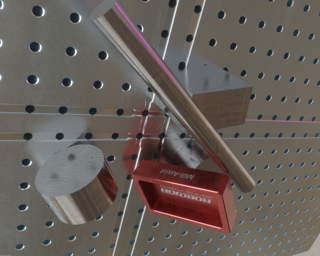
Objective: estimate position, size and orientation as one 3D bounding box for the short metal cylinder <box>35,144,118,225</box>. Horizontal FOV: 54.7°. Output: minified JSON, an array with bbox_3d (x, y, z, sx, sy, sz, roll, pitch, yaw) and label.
[{"bbox_3d":[-0.096,0.064,0.364,0.080,0.080,0.050,-26,128,-13],"label":"short metal cylinder"}]

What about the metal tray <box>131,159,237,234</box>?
[{"bbox_3d":[0.033,0.093,0.426,0.030,0.130,0.090,-57,142,-39],"label":"metal tray"}]

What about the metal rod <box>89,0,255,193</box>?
[{"bbox_3d":[0.038,-0.006,0.325,0.025,0.025,0.300,-43,130,1],"label":"metal rod"}]

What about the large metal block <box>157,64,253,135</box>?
[{"bbox_3d":[0.052,-0.039,0.382,0.081,0.080,0.050,-10,123,-24],"label":"large metal block"}]

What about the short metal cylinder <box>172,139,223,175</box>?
[{"bbox_3d":[0.065,0.060,0.470,0.081,0.050,0.079,-14,124,-21],"label":"short metal cylinder"}]
